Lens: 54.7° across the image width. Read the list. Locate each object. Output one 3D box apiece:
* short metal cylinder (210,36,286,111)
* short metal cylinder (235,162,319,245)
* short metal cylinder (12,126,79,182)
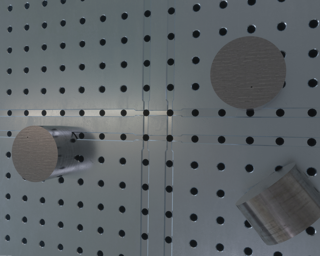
[{"bbox_3d":[0.104,-0.061,0.363,0.080,0.050,0.079,0,90,20],"label":"short metal cylinder"},{"bbox_3d":[0.131,0.081,0.337,0.080,0.080,0.050,-40,78,16],"label":"short metal cylinder"},{"bbox_3d":[-0.168,0.036,0.459,0.080,0.050,0.079,0,90,20],"label":"short metal cylinder"}]
